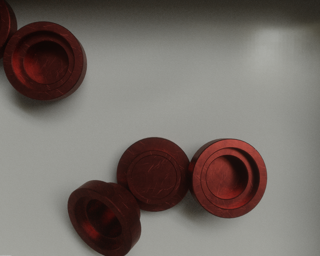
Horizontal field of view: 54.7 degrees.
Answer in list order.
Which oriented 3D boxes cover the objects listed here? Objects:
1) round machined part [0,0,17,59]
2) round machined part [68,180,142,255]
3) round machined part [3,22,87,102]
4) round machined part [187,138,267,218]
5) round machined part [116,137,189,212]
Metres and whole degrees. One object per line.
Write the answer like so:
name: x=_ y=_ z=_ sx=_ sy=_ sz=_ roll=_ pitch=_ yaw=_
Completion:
round machined part: x=-0.233 y=-0.129 z=0.400 sx=0.099 sy=0.042 sz=0.097 roll=0 pitch=90 yaw=-1
round machined part: x=-0.064 y=0.107 z=0.386 sx=0.098 sy=0.042 sz=0.097 roll=13 pitch=117 yaw=27
round machined part: x=-0.144 y=-0.083 z=0.401 sx=0.099 sy=0.042 sz=0.097 roll=0 pitch=90 yaw=-1
round machined part: x=0.082 y=0.062 z=0.398 sx=0.099 sy=0.042 sz=0.097 roll=0 pitch=89 yaw=-11
round machined part: x=-0.007 y=0.061 z=0.403 sx=0.099 sy=0.042 sz=0.097 roll=0 pitch=90 yaw=-1
